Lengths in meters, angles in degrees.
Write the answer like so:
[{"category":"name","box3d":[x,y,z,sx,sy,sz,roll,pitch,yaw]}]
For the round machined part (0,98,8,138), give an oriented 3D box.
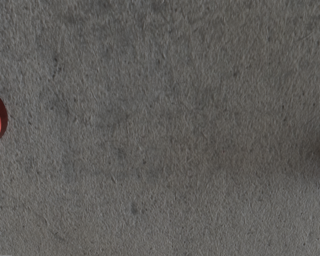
[{"category":"round machined part","box3d":[-0.253,-0.011,0.393,0.099,0.042,0.097,0,110,-1]}]
